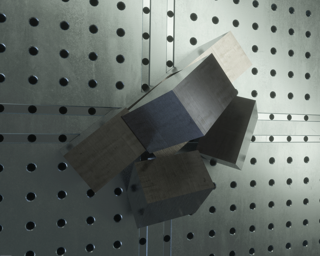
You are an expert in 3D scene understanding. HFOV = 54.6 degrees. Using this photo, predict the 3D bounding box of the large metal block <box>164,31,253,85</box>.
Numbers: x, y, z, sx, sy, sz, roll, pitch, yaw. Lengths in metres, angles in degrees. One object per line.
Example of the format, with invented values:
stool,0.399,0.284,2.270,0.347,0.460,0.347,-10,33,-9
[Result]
large metal block,0.056,-0.073,0.404,0.080,0.080,0.050,-41,104,-15

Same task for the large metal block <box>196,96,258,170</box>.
large metal block,0.091,0.007,0.409,0.050,0.080,0.080,17,83,22

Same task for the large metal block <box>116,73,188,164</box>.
large metal block,0.000,-0.011,0.400,0.080,0.050,0.080,-41,103,-15

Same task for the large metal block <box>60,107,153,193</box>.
large metal block,-0.065,0.022,0.358,0.080,0.080,0.050,-40,103,-16

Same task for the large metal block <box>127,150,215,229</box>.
large metal block,0.009,0.076,0.379,0.081,0.080,0.050,-9,57,-20

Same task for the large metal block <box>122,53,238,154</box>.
large metal block,0.021,-0.025,0.324,0.050,0.080,0.080,54,49,-12
